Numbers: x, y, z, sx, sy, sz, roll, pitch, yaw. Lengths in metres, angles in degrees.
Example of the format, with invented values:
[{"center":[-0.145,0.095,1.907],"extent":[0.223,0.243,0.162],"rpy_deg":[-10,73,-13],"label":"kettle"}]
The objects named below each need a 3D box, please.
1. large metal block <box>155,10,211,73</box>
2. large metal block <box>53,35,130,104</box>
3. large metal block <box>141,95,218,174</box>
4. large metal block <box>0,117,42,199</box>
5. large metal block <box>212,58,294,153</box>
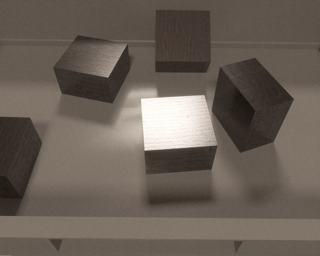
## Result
[{"center":[0.034,-0.132,0.478],"extent":[0.081,0.050,0.080],"rpy_deg":[1,81,0],"label":"large metal block"},{"center":[-0.097,-0.089,0.462],"extent":[0.080,0.050,0.080],"rpy_deg":[12,51,9],"label":"large metal block"},{"center":[0.020,0.007,0.383],"extent":[0.081,0.050,0.080],"rpy_deg":[-4,50,-4],"label":"large metal block"},{"center":[-0.195,0.033,0.359],"extent":[0.081,0.050,0.080],"rpy_deg":[2,50,1],"label":"large metal block"},{"center":[0.112,-0.029,0.395],"extent":[0.050,0.080,0.080],"rpy_deg":[-16,52,-14],"label":"large metal block"}]
